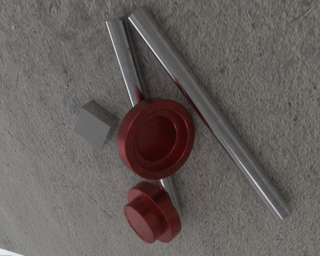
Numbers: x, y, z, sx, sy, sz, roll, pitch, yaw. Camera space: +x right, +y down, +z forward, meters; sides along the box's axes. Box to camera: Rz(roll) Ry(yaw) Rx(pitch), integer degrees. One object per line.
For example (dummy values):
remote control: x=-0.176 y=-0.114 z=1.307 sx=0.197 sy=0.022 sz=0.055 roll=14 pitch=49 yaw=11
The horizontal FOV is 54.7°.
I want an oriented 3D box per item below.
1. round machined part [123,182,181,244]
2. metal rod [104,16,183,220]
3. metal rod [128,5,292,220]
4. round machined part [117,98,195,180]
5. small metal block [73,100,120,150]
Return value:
round machined part: x=-0.018 y=0.133 z=0.467 sx=0.098 sy=0.042 sz=0.097 roll=32 pitch=140 yaw=33
metal rod: x=-0.014 y=0.005 z=0.417 sx=0.025 sy=0.025 sz=0.298 roll=-2 pitch=118 yaw=29
metal rod: x=0.064 y=-0.010 z=0.366 sx=0.025 sy=0.025 sz=0.300 roll=-30 pitch=102 yaw=38
round machined part: x=-0.008 y=0.011 z=0.380 sx=0.042 sy=0.099 sz=0.097 roll=22 pitch=134 yaw=54
small metal block: x=-0.093 y=-0.004 z=0.453 sx=0.050 sy=0.025 sz=0.050 roll=35 pitch=129 yaw=5
